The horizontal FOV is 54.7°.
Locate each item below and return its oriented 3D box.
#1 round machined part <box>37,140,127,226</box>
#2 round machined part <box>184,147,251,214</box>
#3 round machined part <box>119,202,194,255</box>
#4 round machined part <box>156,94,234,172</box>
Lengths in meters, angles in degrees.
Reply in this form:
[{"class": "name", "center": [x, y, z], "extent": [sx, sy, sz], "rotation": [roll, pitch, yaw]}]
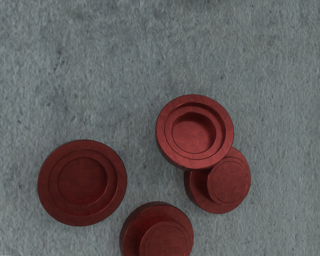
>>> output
[{"class": "round machined part", "center": [-0.092, 0.062, 0.367], "extent": [0.099, 0.042, 0.097], "rotation": [0, 90, -21]}, {"class": "round machined part", "center": [0.087, 0.072, 0.434], "extent": [0.099, 0.042, 0.097], "rotation": [0, 90, -21]}, {"class": "round machined part", "center": [0.000, 0.149, 0.401], "extent": [0.099, 0.042, 0.097], "rotation": [0, 90, -21]}, {"class": "round machined part", "center": [0.043, 0.009, 0.404], "extent": [0.099, 0.042, 0.098], "rotation": [1, 71, -3]}]
